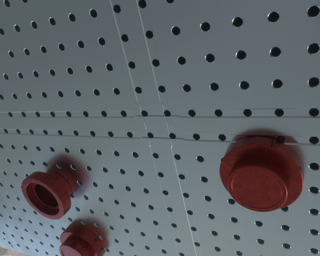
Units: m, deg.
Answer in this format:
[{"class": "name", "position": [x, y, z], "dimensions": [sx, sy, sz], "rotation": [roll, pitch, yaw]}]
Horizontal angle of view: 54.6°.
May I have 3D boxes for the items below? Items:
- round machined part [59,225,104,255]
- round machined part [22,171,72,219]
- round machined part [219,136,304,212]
[{"class": "round machined part", "position": [-0.170, 0.254, 0.648], "dimensions": [0.098, 0.042, 0.097], "rotation": [13, 124, 21]}, {"class": "round machined part", "position": [-0.207, 0.121, 0.586], "dimensions": [0.098, 0.042, 0.097], "rotation": [13, 124, 21]}, {"class": "round machined part", "position": [0.120, 0.062, 0.376], "dimensions": [0.098, 0.042, 0.097], "rotation": [13, 124, 21]}]
